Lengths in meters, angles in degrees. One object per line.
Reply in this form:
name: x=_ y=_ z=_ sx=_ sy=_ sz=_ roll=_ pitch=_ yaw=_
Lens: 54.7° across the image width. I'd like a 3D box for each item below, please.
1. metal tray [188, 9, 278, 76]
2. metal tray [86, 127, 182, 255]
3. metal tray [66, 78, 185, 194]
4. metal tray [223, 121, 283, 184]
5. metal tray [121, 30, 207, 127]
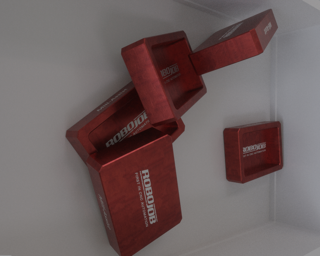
metal tray: x=0.104 y=-0.120 z=0.426 sx=0.131 sy=0.090 sz=0.030 roll=-48 pitch=117 yaw=-50
metal tray: x=-0.024 y=0.075 z=0.356 sx=0.091 sy=0.030 sz=0.129 roll=-25 pitch=121 yaw=-30
metal tray: x=-0.034 y=0.003 z=0.374 sx=0.131 sy=0.030 sz=0.090 roll=-44 pitch=116 yaw=-31
metal tray: x=0.166 y=0.038 z=0.542 sx=0.131 sy=0.030 sz=0.089 roll=-8 pitch=95 yaw=-40
metal tray: x=0.012 y=-0.065 z=0.373 sx=0.131 sy=0.030 sz=0.090 roll=-41 pitch=112 yaw=-59
